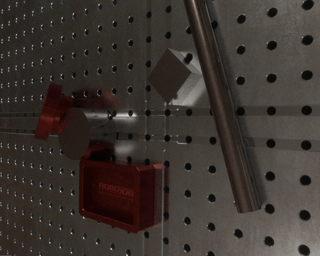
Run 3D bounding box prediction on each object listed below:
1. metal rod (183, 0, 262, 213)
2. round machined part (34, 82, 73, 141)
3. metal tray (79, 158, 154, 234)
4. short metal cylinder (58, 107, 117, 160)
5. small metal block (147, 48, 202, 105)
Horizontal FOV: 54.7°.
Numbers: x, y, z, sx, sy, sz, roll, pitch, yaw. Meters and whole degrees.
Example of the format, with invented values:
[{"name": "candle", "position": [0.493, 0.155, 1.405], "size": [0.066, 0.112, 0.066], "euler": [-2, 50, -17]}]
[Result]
[{"name": "metal rod", "position": [0.063, -0.056, 0.355], "size": [0.025, 0.025, 0.299], "euler": [-21, 77, 38]}, {"name": "round machined part", "position": [-0.177, -0.025, 0.523], "size": [0.097, 0.042, 0.098], "euler": [-49, 32, 47]}, {"name": "metal tray", "position": [-0.068, 0.095, 0.459], "size": [0.130, 0.030, 0.089], "euler": [2, 91, 39]}, {"name": "short metal cylinder", "position": [-0.114, 0.009, 0.485], "size": [0.080, 0.050, 0.079], "euler": [0, 90, 39]}, {"name": "small metal block", "position": [0.018, -0.064, 0.393], "size": [0.050, 0.025, 0.050], "euler": [51, 120, 27]}]
